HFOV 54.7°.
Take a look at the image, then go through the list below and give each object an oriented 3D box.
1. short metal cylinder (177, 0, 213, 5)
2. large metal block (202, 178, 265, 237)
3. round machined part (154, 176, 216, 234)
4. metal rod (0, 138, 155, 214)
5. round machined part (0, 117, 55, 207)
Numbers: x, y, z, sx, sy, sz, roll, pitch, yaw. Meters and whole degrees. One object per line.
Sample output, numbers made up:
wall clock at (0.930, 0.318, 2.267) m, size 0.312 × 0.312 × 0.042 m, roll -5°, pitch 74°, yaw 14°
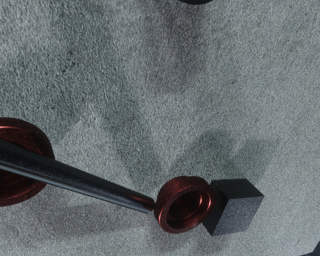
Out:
short metal cylinder at (0.028, -0.167, 0.303) m, size 0.081 × 0.050 × 0.079 m, roll -14°, pitch 124°, yaw -21°
large metal block at (0.122, 0.137, 0.542) m, size 0.081 × 0.050 × 0.079 m, roll 3°, pitch 117°, yaw -30°
round machined part at (0.035, 0.114, 0.486) m, size 0.099 × 0.042 × 0.097 m, roll -14°, pitch 124°, yaw -21°
metal rod at (-0.090, 0.061, 0.351) m, size 0.025 × 0.025 × 0.301 m, roll -46°, pitch 143°, yaw 4°
round machined part at (-0.165, 0.032, 0.325) m, size 0.099 × 0.042 × 0.097 m, roll -14°, pitch 124°, yaw -21°
